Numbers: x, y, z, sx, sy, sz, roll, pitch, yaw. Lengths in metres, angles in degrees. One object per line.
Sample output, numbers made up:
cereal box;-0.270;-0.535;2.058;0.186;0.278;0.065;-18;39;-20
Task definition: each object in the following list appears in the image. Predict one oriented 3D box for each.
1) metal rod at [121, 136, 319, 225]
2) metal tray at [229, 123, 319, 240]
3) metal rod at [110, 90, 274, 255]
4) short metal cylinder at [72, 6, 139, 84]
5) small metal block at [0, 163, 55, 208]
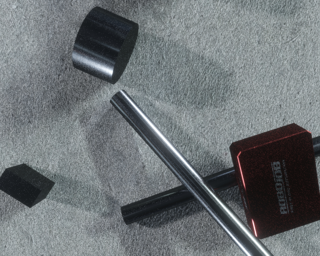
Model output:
metal rod;0.095;0.066;0.411;0.302;0.025;0.025;-20;90;-1
metal tray;0.147;0.068;0.389;0.090;0.030;0.129;-18;109;-1
metal rod;0.043;0.068;0.386;0.025;0.025;0.300;-42;81;0
short metal cylinder;-0.066;-0.100;0.382;0.050;0.080;0.080;24;90;0
small metal block;-0.170;0.072;0.395;0.050;0.050;0.025;32;90;-1
